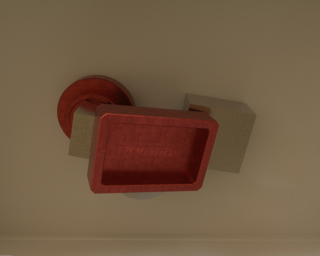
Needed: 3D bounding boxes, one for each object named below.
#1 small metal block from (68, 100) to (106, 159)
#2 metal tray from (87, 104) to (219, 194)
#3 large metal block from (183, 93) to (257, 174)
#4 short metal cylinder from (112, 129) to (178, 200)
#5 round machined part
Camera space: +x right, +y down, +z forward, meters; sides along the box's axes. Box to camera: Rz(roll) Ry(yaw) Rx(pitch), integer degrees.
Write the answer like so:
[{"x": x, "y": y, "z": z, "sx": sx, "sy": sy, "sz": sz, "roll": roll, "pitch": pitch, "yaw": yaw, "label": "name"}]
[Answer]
[{"x": -0.082, "y": 0.001, "z": 0.350, "sx": 0.025, "sy": 0.050, "sz": 0.050, "roll": 12, "pitch": 110, "yaw": -5, "label": "small metal block"}, {"x": -0.008, "y": 0.025, "z": 0.341, "sx": 0.131, "sy": 0.030, "sz": 0.089, "roll": 3, "pitch": 112, "yaw": -22, "label": "metal tray"}, {"x": 0.067, "y": 0.006, "z": 0.398, "sx": 0.081, "sy": 0.050, "sz": 0.079, "roll": 9, "pitch": 110, "yaw": -4, "label": "large metal block"}, {"x": -0.021, "y": 0.046, "z": 0.400, "sx": 0.081, "sy": 0.050, "sz": 0.079, "roll": -7, "pitch": 124, "yaw": -10, "label": "short metal cylinder"}, {"x": -0.081, "y": -0.015, "z": 0.394, "sx": 0.099, "sy": 0.042, "sz": 0.097, "roll": 0, "pitch": 110, "yaw": -1, "label": "round machined part"}]
